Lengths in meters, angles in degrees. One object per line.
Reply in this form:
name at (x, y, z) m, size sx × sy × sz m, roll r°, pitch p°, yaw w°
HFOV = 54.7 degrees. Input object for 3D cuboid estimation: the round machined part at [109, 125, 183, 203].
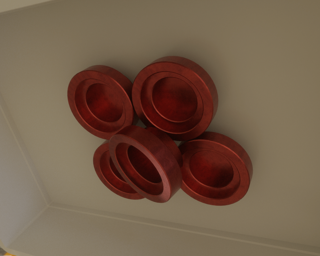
round machined part at (-0.012, 0.037, 0.368) m, size 0.098 × 0.042 × 0.097 m, roll 30°, pitch 141°, yaw 28°

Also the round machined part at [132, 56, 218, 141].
round machined part at (0.020, -0.037, 0.361) m, size 0.098 × 0.042 × 0.097 m, roll 13°, pitch 124°, yaw 20°

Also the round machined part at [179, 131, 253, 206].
round machined part at (0.066, 0.046, 0.388) m, size 0.098 × 0.042 × 0.097 m, roll 13°, pitch 124°, yaw 20°

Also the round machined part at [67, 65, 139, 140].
round machined part at (-0.068, -0.036, 0.407) m, size 0.098 × 0.042 × 0.097 m, roll 13°, pitch 124°, yaw 20°

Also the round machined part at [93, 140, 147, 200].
round machined part at (-0.044, 0.053, 0.450) m, size 0.098 × 0.042 × 0.097 m, roll 13°, pitch 124°, yaw 20°
